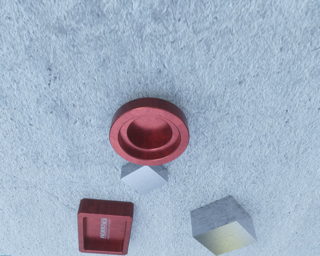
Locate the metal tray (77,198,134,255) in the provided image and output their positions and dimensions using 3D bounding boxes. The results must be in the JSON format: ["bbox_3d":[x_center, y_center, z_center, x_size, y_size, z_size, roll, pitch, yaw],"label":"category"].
[{"bbox_3d":[-0.098,0.181,0.556,0.091,0.030,0.129,6,130,-6],"label":"metal tray"}]

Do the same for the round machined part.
[{"bbox_3d":[-0.013,0.000,0.396,0.099,0.042,0.097,0,130,0],"label":"round machined part"}]

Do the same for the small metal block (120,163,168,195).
[{"bbox_3d":[-0.023,0.070,0.467,0.050,0.025,0.050,-32,124,24],"label":"small metal block"}]

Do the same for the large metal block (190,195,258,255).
[{"bbox_3d":[0.110,0.171,0.538,0.080,0.050,0.080,-29,125,22],"label":"large metal block"}]
